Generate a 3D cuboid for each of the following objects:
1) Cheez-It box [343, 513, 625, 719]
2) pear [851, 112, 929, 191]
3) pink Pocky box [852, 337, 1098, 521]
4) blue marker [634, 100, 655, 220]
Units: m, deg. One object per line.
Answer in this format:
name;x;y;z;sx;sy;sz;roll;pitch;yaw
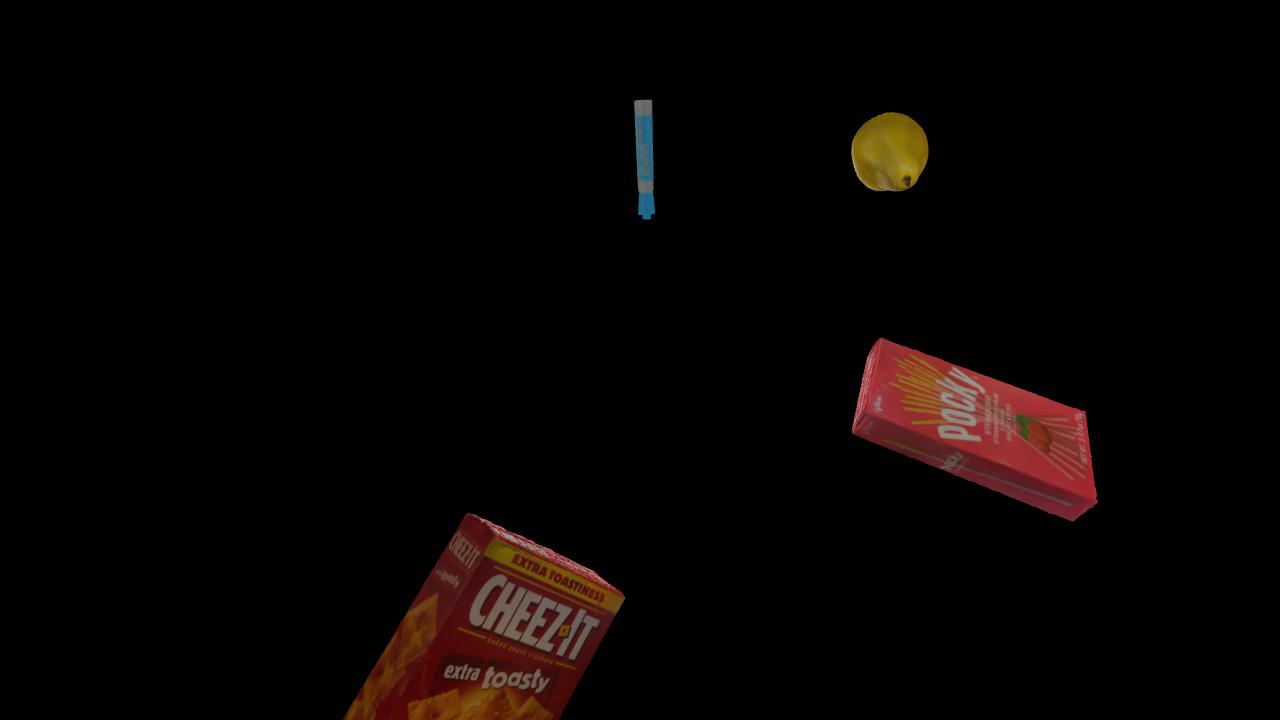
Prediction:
Cheez-It box;-0.136;0.272;0.544;0.166;0.223;0.071;40;-16;-35
pear;0.263;-0.200;0.627;0.080;0.111;0.080;-5;-41;-4
pink Pocky box;0.235;0.045;0.437;0.155;0.029;0.084;22;48;10
blue marker;0.006;-0.211;0.654;0.020;0.121;0.020;-2;20;1
